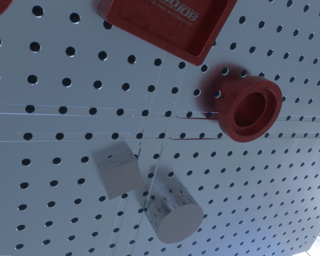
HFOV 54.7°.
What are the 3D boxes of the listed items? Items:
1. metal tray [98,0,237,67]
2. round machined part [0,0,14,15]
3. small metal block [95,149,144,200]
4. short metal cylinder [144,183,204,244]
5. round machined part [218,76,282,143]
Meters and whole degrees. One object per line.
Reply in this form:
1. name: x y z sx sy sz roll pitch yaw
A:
1. metal tray: 0.012 -0.132 0.333 0.131 0.030 0.089 17 109 -35
2. round machined part: -0.160 -0.130 0.233 0.099 0.042 0.097 -14 125 -21
3. small metal block: -0.054 0.063 0.422 0.050 0.025 0.050 -21 127 -16
4. short metal cylinder: 0.022 0.136 0.493 0.081 0.050 0.079 -14 124 -21
5. round machined part: 0.126 -0.031 0.452 0.099 0.042 0.097 -14 125 -21
